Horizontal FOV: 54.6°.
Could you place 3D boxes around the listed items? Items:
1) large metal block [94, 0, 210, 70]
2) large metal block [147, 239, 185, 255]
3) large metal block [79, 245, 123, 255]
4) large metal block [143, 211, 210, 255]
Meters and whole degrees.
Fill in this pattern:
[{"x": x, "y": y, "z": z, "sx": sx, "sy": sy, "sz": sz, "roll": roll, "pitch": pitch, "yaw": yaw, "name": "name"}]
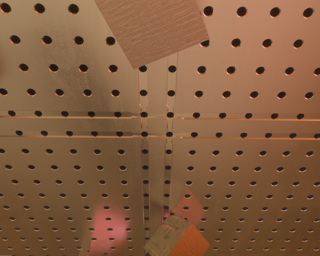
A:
[{"x": -0.006, "y": -0.115, "z": 0.297, "sx": 0.080, "sy": 0.050, "sz": 0.080, "roll": -19, "pitch": 128, "yaw": 15, "name": "large metal block"}, {"x": 0.009, "y": 0.281, "z": 0.615, "sx": 0.050, "sy": 0.080, "sz": 0.080, "roll": 20, "pitch": 127, "yaw": -16, "name": "large metal block"}, {"x": -0.123, "y": 0.296, "z": 0.626, "sx": 0.080, "sy": 0.080, "sz": 0.050, "roll": 29, "pitch": 124, "yaw": -23, "name": "large metal block"}, {"x": 0.031, "y": 0.208, "z": 0.545, "sx": 0.080, "sy": 0.050, "sz": 0.080, "roll": -48, "pitch": 127, "yaw": -18, "name": "large metal block"}]
